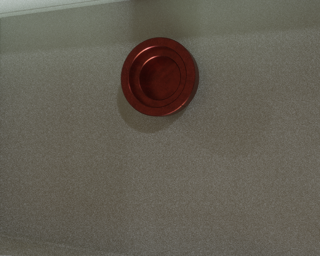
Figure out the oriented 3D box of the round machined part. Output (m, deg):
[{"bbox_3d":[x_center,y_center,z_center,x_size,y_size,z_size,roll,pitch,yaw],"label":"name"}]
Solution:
[{"bbox_3d":[0.003,-0.063,0.401,0.098,0.042,0.097,0,90,20],"label":"round machined part"}]
